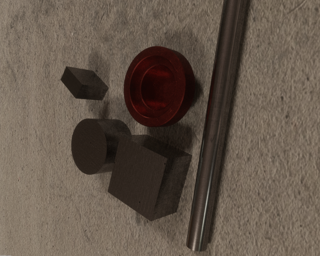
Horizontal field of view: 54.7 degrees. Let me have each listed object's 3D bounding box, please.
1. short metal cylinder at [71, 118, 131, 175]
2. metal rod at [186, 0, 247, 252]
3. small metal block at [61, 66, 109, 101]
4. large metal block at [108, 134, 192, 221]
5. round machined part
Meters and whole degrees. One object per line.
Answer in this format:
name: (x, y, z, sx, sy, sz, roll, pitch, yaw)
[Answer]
short metal cylinder: (-0.086, 0.026, 0.457, 0.080, 0.050, 0.079, 0, 90, 39)
metal rod: (0.064, -0.007, 0.351, 0.025, 0.025, 0.298, 13, 98, 39)
small metal block: (-0.117, -0.069, 0.483, 0.050, 0.050, 0.025, 46, 118, 30)
large metal block: (-0.015, 0.059, 0.399, 0.080, 0.050, 0.079, 23, 104, 37)
round machined part: (0.003, -0.050, 0.389, 0.098, 0.042, 0.097, 0, 90, 39)
